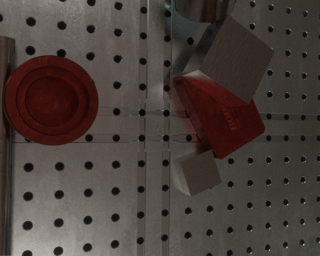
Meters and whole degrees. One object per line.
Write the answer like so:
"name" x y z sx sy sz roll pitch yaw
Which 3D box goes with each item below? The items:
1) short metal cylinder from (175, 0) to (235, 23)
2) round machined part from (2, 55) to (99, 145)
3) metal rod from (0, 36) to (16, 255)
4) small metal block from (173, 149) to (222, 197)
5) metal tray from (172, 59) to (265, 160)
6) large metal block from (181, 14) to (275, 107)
"short metal cylinder" 0.059 -0.182 0.401 0.081 0.050 0.080 -1 54 1
"round machined part" -0.124 -0.030 0.352 0.099 0.042 0.097 -1 91 -32
"metal rod" -0.179 0.049 0.346 0.025 0.025 0.298 1 90 -20
"small metal block" 0.052 0.061 0.433 0.050 0.025 0.050 -20 97 -19
"metal tray" 0.086 -0.032 0.443 0.091 0.030 0.129 -29 100 -18
"large metal block" 0.087 -0.083 0.400 0.080 0.050 0.080 31 80 -18
